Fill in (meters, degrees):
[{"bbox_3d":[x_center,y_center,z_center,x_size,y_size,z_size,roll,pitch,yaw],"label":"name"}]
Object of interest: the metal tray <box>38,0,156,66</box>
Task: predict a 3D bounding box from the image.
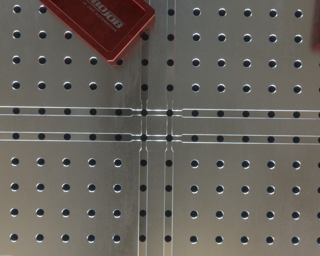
[{"bbox_3d":[-0.082,-0.158,0.409,0.130,0.030,0.090,42,90,0],"label":"metal tray"}]
